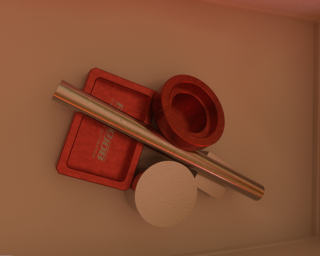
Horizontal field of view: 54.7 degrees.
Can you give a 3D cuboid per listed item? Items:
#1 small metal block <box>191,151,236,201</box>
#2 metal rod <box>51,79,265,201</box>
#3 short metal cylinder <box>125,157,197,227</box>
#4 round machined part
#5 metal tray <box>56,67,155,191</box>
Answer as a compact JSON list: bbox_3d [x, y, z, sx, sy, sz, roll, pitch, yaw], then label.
[{"bbox_3d":[0.070,0.066,0.436,0.050,0.025,0.050,33,79,-17],"label":"small metal block"},{"bbox_3d":[0.014,0.025,0.384,0.301,0.025,0.025,28,81,-21],"label":"metal rod"},{"bbox_3d":[0.000,0.079,0.396,0.081,0.050,0.079,0,90,-21],"label":"short metal cylinder"},{"bbox_3d":[0.032,-0.016,0.400,0.099,0.042,0.098,15,61,-28],"label":"round machined part"},{"bbox_3d":[-0.064,0.003,0.382,0.091,0.030,0.129,20,83,-19],"label":"metal tray"}]
